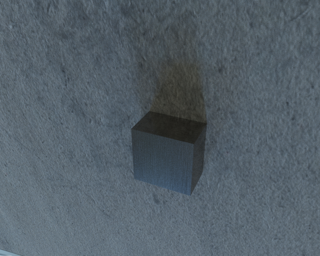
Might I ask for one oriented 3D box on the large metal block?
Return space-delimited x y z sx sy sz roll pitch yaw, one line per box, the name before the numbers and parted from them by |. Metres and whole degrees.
large metal block | 0.012 0.032 0.403 0.080 0.050 0.079 13 124 20
